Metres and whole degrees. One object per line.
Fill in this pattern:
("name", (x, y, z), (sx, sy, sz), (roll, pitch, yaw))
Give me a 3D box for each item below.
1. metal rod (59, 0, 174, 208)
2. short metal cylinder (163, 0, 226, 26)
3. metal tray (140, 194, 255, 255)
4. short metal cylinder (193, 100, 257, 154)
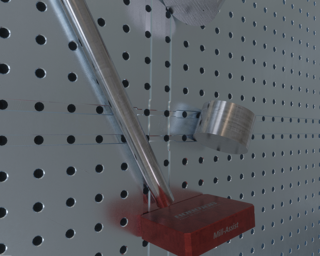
("metal rod", (-0.048, -0.031, 0.368), (0.025, 0.025, 0.299), (-36, 112, -34))
("short metal cylinder", (0.049, -0.185, 0.414), (0.080, 0.080, 0.050), (45, 63, -31))
("metal tray", (0.051, 0.123, 0.409), (0.131, 0.090, 0.030), (-7, 95, -40))
("short metal cylinder", (0.094, 0.001, 0.452), (0.080, 0.080, 0.050), (31, 71, -36))
